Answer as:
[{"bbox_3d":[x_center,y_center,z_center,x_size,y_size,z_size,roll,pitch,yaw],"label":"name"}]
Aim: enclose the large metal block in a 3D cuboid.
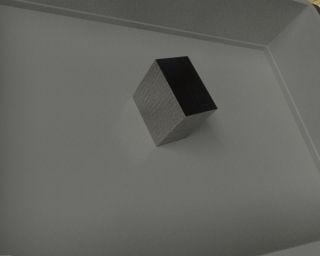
[{"bbox_3d":[0.015,-0.033,0.398,0.050,0.080,0.080,-14,69,-34],"label":"large metal block"}]
